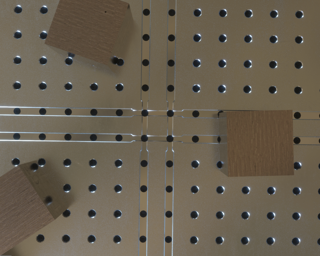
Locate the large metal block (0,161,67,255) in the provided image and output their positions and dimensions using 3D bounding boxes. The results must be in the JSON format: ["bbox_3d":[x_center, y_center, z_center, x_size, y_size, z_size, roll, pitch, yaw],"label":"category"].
[{"bbox_3d":[-0.183,0.100,0.400,0.080,0.050,0.080,-34,90,0],"label":"large metal block"}]

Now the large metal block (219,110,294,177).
[{"bbox_3d":[0.122,0.019,0.402,0.080,0.050,0.080,-1,90,0],"label":"large metal block"}]

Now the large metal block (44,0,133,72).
[{"bbox_3d":[-0.089,-0.127,0.400,0.080,0.050,0.080,19,90,0],"label":"large metal block"}]
